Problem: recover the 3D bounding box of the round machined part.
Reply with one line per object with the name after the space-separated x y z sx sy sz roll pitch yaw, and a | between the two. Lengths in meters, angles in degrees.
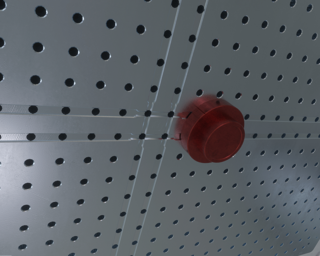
0.083 0.011 0.452 0.099 0.042 0.097 -14 124 -21 | round machined part
